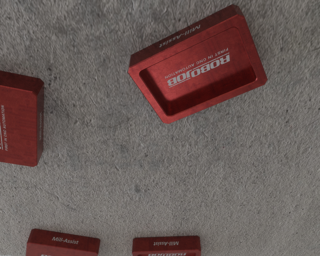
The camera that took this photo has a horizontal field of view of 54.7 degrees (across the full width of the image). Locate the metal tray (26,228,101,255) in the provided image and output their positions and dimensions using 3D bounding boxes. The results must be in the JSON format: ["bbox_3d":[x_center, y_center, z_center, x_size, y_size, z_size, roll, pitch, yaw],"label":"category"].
[{"bbox_3d":[-0.192,0.244,0.610,0.131,0.030,0.089,13,129,-12],"label":"metal tray"}]

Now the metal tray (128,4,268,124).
[{"bbox_3d":[0.042,-0.065,0.348,0.130,0.030,0.090,-22,127,18],"label":"metal tray"}]

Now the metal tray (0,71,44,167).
[{"bbox_3d":[-0.199,-0.010,0.393,0.091,0.030,0.129,11,129,-10],"label":"metal tray"}]

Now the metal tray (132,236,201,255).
[{"bbox_3d":[0.015,0.255,0.620,0.131,0.030,0.089,-3,130,2],"label":"metal tray"}]
